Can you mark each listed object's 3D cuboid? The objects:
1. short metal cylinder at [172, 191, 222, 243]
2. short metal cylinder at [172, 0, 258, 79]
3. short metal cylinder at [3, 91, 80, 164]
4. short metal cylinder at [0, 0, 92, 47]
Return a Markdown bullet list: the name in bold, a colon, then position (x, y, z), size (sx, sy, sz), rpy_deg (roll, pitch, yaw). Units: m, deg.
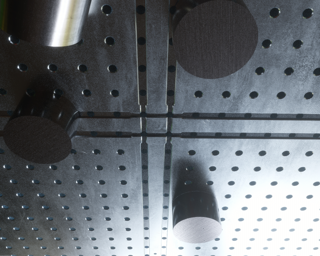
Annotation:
- **short metal cylinder**: position (0.061, 0.152, 0.525), size (0.081, 0.050, 0.079), rpy_deg (0, 130, 0)
- **short metal cylinder**: position (0.052, -0.097, 0.313), size (0.081, 0.050, 0.079), rpy_deg (0, 130, 0)
- **short metal cylinder**: position (-0.148, 0.000, 0.394), size (0.081, 0.050, 0.079), rpy_deg (0, 130, 0)
- **short metal cylinder**: position (-0.104, -0.116, 0.275), size (0.081, 0.080, 0.050), rpy_deg (16, 128, -14)
